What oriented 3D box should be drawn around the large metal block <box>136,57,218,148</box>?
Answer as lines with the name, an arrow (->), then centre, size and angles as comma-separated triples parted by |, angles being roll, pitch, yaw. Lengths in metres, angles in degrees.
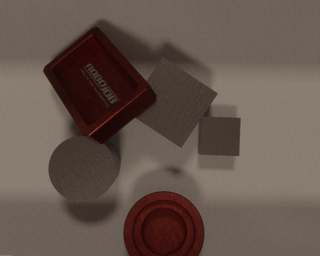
large metal block -> 0.014, -0.031, 0.399 | 0.080, 0.050, 0.080 | 34, 90, -1

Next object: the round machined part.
round machined part -> 0.005, 0.131, 0.396 | 0.099, 0.042, 0.098 | 0, 77, 2

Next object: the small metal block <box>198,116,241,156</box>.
small metal block -> 0.078, 0.011, 0.413 | 0.050, 0.025, 0.050 | 2, 90, -1

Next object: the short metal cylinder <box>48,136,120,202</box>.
short metal cylinder -> -0.094, 0.049, 0.398 | 0.081, 0.050, 0.079 | 0, 90, -1

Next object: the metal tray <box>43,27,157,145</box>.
metal tray -> -0.076, -0.055, 0.377 | 0.090, 0.030, 0.130 | -39, 60, 0
